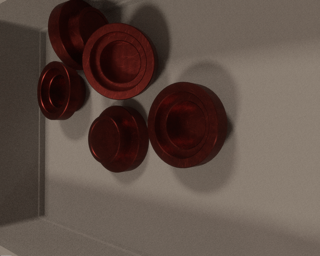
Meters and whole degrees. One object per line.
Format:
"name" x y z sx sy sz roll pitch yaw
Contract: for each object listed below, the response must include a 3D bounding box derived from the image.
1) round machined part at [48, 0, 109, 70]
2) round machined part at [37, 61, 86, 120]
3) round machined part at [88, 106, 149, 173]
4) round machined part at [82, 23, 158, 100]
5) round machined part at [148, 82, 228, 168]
"round machined part" -0.107 -0.135 0.446 0.042 0.099 0.097 -2 89 32
"round machined part" -0.164 -0.062 0.528 0.098 0.042 0.097 0 90 39
"round machined part" -0.066 0.016 0.448 0.098 0.042 0.097 0 90 39
"round machined part" -0.050 -0.089 0.417 0.098 0.042 0.097 2 102 11
"round machined part" 0.036 -0.003 0.365 0.098 0.042 0.097 0 90 39
